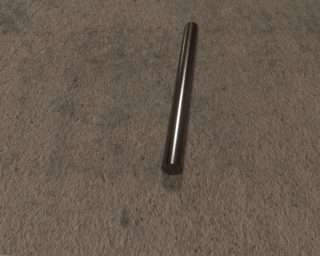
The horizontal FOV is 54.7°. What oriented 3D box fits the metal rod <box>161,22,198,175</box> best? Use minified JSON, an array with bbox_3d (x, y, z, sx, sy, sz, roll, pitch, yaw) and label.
[{"bbox_3d":[0.035,-0.065,0.458,0.025,0.025,0.300,6,50,5],"label":"metal rod"}]
